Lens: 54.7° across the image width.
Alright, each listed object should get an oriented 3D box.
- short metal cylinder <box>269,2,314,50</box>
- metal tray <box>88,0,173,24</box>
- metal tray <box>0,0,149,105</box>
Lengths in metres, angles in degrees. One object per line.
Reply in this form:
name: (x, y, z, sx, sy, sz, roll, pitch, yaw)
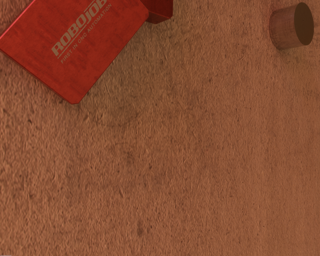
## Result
short metal cylinder: (0.256, -0.196, 0.603, 0.081, 0.050, 0.079, 0, 90, -40)
metal tray: (-0.042, -0.185, 0.366, 0.131, 0.030, 0.089, 2, 89, -40)
metal tray: (-0.083, -0.100, 0.310, 0.090, 0.030, 0.130, 42, 79, -33)
